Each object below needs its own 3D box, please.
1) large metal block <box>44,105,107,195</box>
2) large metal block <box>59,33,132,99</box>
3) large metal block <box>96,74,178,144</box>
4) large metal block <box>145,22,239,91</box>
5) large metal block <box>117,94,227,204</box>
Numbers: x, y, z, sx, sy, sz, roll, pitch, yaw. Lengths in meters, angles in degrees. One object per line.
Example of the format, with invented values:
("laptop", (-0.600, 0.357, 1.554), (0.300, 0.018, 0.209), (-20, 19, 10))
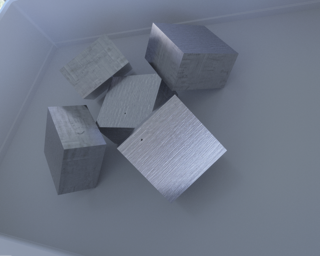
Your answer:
("large metal block", (-0.114, 0.027, 0.405), (0.080, 0.050, 0.079), (55, 138, 39))
("large metal block", (-0.090, -0.087, 0.459), (0.080, 0.080, 0.050), (-39, 94, 2))
("large metal block", (-0.030, -0.024, 0.417), (0.080, 0.050, 0.080), (1, 62, 28))
("large metal block", (0.038, -0.093, 0.398), (0.081, 0.050, 0.080), (-7, 43, -29))
("large metal block", (0.011, 0.021, 0.341), (0.080, 0.050, 0.080), (-43, 96, -3))
